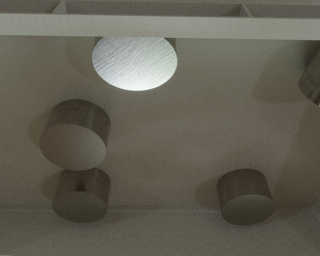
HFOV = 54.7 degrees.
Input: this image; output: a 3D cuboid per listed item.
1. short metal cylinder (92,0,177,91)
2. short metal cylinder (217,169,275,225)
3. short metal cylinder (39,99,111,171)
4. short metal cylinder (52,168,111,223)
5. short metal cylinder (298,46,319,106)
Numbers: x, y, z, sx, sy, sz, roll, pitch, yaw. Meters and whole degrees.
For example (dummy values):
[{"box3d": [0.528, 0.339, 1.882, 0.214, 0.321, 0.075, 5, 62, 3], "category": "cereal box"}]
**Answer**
[{"box3d": [-0.024, -0.083, 0.309, 0.081, 0.050, 0.080, -1, 146, 0], "category": "short metal cylinder"}, {"box3d": [0.133, 0.109, 0.488, 0.081, 0.050, 0.079, 0, 130, 0], "category": "short metal cylinder"}, {"box3d": [-0.107, 0.010, 0.399, 0.081, 0.050, 0.079, 0, 130, 0], "category": "short metal cylinder"}, {"box3d": [-0.119, 0.103, 0.479, 0.081, 0.050, 0.079, 0, 130, 0], "category": "short metal cylinder"}, {"box3d": [0.199, -0.054, 0.330, 0.081, 0.080, 0.050, 10, 129, -9], "category": "short metal cylinder"}]
